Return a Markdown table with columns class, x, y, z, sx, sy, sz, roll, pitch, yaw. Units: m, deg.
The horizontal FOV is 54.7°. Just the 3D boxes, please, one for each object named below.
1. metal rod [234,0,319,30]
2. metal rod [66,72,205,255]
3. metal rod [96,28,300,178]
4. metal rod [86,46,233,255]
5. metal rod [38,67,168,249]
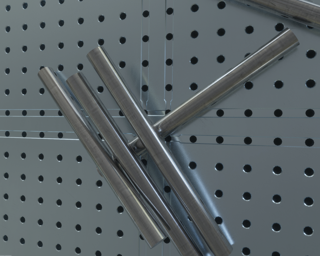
| class | x | y | z | sx | sy | sz | roll | pitch | yaw |
| --- | --- | --- | --- | --- | --- | --- | --- | --- | --- |
| metal rod | 0.103 | -0.165 | 0.376 | 0.301 | 0.025 | 0.025 | 27 | 99 | 17 |
| metal rod | -0.029 | 0.058 | 0.399 | 0.025 | 0.025 | 0.299 | -35 | 88 | 16 |
| metal rod | 0.036 | -0.022 | 0.399 | 0.300 | 0.025 | 0.025 | -35 | 79 | 16 |
| metal rod | -0.001 | 0.030 | 0.388 | 0.025 | 0.025 | 0.299 | -33 | 89 | 17 |
| metal rod | -0.088 | 0.026 | 0.419 | 0.025 | 0.025 | 0.300 | -44 | 68 | 14 |
